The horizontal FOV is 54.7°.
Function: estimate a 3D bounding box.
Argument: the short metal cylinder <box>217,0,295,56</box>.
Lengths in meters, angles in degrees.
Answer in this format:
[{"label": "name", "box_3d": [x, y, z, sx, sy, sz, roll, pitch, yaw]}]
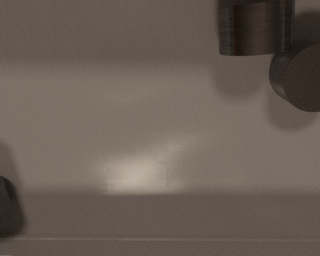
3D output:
[{"label": "short metal cylinder", "box_3d": [0.105, -0.112, 0.342, 0.080, 0.080, 0.050, -6, 110, 2]}]

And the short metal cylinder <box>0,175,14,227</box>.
[{"label": "short metal cylinder", "box_3d": [-0.247, 0.104, 0.417, 0.080, 0.080, 0.050, -6, 110, 2]}]

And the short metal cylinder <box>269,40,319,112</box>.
[{"label": "short metal cylinder", "box_3d": [0.181, -0.065, 0.377, 0.081, 0.050, 0.079, 0, 110, -1]}]
